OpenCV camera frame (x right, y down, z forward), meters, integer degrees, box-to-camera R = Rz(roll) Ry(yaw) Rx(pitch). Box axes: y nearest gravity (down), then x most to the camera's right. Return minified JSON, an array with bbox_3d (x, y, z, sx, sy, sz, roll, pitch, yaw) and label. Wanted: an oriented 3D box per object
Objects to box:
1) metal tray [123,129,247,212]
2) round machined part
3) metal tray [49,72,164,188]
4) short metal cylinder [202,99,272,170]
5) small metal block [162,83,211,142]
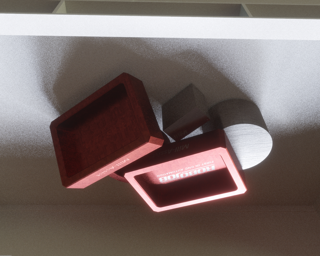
[{"bbox_3d":[0.032,0.058,0.391,0.130,0.030,0.090,-18,128,20],"label":"metal tray"},{"bbox_3d":[-0.033,0.029,0.421,0.099,0.042,0.097,-1,130,0],"label":"round machined part"},{"bbox_3d":[-0.068,0.006,0.366,0.130,0.090,0.030,-30,156,22],"label":"metal tray"},{"bbox_3d":[0.097,0.009,0.399,0.081,0.050,0.079,0,130,0],"label":"short metal cylinder"},{"bbox_3d":[0.030,-0.019,0.374,0.050,0.050,0.025,-36,122,24],"label":"small metal block"}]
